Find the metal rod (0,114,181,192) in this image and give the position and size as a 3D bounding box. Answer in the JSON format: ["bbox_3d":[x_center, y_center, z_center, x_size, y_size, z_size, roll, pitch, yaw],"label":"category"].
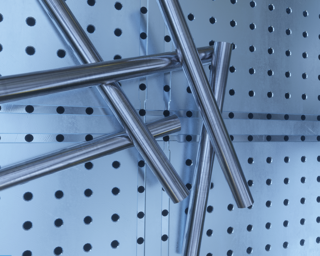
[{"bbox_3d":[-0.113,0.037,0.371,0.302,0.025,0.025,-18,96,-20],"label":"metal rod"}]

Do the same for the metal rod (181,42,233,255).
[{"bbox_3d":[0.063,0.035,0.423,0.025,0.025,0.298,8,93,-20],"label":"metal rod"}]

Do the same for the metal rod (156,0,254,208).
[{"bbox_3d":[0.056,-0.037,0.389,0.025,0.025,0.299,-25,98,-19],"label":"metal rod"}]

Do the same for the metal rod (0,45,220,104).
[{"bbox_3d":[-0.041,-0.068,0.359,0.302,0.025,0.025,-18,97,-34],"label":"metal rod"}]

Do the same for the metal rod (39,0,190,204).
[{"bbox_3d":[-0.055,-0.039,0.373,0.025,0.025,0.299,-34,94,-17],"label":"metal rod"}]
